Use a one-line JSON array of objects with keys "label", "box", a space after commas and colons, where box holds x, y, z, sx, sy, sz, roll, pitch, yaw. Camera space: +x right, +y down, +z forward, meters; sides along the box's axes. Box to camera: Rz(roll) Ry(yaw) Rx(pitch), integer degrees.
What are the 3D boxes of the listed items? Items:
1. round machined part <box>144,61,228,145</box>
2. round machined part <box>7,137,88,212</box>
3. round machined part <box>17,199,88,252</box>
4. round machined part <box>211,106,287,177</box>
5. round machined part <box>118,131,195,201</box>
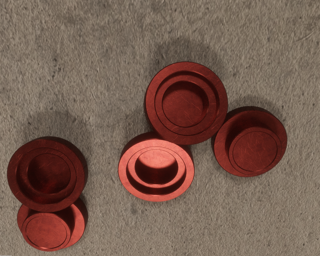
[{"label": "round machined part", "box": [0.029, -0.028, 0.379, 0.099, 0.042, 0.097, 0, 88, -8]}, {"label": "round machined part", "box": [-0.145, 0.058, 0.414, 0.099, 0.042, 0.097, 0, 100, -2]}, {"label": "round machined part", "box": [-0.158, 0.138, 0.450, 0.099, 0.042, 0.097, 0, 110, -1]}, {"label": "round machined part", "box": [0.120, 0.023, 0.411, 0.099, 0.042, 0.097, 0, 110, -1]}, {"label": "round machined part", "box": [-0.004, 0.047, 0.414, 0.099, 0.042, 0.097, 0, 117, 1]}]
